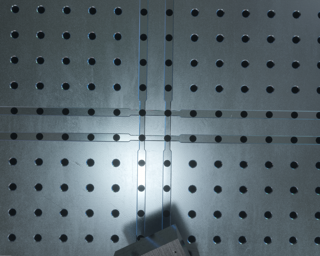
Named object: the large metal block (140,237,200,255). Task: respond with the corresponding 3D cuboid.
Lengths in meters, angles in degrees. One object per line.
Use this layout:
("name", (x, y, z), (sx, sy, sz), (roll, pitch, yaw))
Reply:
("large metal block", (0.004, 0.197, 0.401), (0.080, 0.050, 0.080), (12, 90, -1))

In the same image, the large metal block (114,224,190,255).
("large metal block", (-0.001, 0.169, 0.351), (0.080, 0.050, 0.080), (-25, 90, -1))
